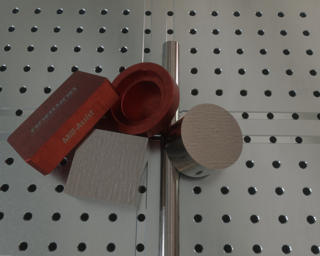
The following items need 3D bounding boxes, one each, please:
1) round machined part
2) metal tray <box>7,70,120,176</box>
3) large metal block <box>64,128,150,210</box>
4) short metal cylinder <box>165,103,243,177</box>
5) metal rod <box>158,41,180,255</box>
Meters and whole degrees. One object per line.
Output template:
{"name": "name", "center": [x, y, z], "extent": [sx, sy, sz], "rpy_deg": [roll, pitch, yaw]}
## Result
{"name": "round machined part", "center": [-0.020, -0.032, 0.400], "extent": [0.098, 0.042, 0.098], "rpy_deg": [-9, 67, 23]}
{"name": "metal tray", "center": [-0.121, -0.013, 0.387], "extent": [0.130, 0.030, 0.090], "rpy_deg": [-50, 39, -16]}
{"name": "large metal block", "center": [-0.060, 0.050, 0.379], "extent": [0.080, 0.050, 0.080], "rpy_deg": [10, 70, 3]}
{"name": "short metal cylinder", "center": [0.053, 0.016, 0.379], "extent": [0.081, 0.050, 0.080], "rpy_deg": [7, 69, -19]}
{"name": "metal rod", "center": [0.013, 0.019, 0.405], "extent": [0.025, 0.025, 0.299], "rpy_deg": [1, 70, 0]}
